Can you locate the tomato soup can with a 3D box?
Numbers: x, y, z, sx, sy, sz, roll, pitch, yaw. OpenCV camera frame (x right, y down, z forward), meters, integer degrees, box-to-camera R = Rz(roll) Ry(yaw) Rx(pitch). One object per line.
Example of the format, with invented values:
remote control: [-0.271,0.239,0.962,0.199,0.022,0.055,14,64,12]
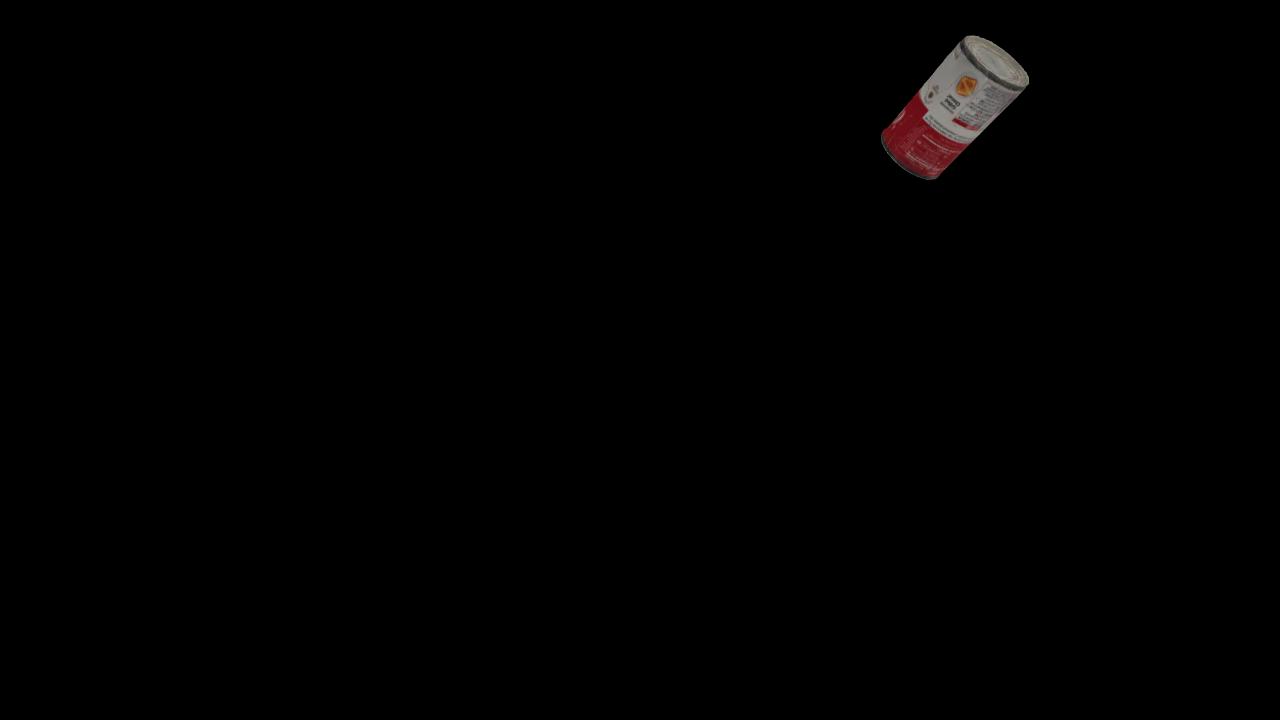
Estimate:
tomato soup can: [0.273,-0.219,0.539,0.068,0.068,0.101,0,-30,-25]
